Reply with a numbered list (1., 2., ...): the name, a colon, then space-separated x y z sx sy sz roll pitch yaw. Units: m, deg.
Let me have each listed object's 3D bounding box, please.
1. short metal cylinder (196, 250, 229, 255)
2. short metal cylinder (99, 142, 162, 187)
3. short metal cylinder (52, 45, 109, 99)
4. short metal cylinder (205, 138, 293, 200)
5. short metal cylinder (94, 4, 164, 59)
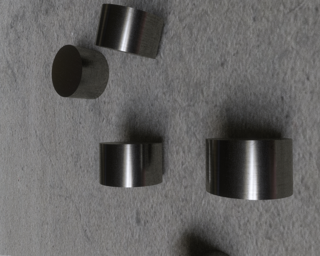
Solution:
1. short metal cylinder: 0.053 0.184 0.343 0.080 0.050 0.079 0 90 39
2. short metal cylinder: -0.037 0.044 0.398 0.080 0.081 0.050 0 90 39
3. short metal cylinder: -0.127 -0.087 0.490 0.080 0.050 0.079 0 90 39
4. short metal cylinder: 0.085 0.035 0.298 0.080 0.081 0.050 -1 90 39
5. short metal cylinder: -0.040 -0.123 0.400 0.080 0.081 0.050 21 104 37
